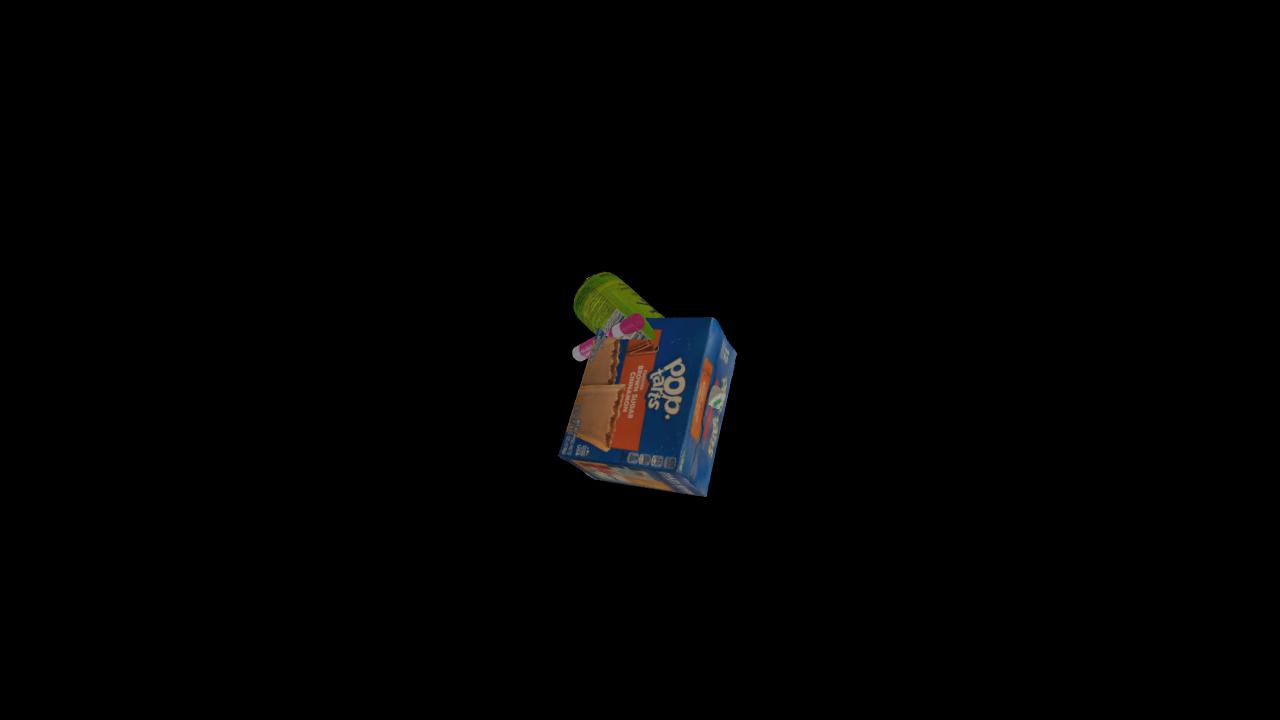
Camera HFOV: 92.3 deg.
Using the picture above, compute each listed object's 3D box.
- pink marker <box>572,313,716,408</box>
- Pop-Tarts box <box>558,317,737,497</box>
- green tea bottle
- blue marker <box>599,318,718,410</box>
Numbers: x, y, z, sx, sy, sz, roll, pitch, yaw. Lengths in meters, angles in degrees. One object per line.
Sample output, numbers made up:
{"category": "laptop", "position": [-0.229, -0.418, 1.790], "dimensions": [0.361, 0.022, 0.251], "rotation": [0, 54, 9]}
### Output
{"category": "pink marker", "position": [-0.036, -0.025, 0.687], "dimensions": [0.020, 0.020, 0.121], "rotation": [0, -17, -40]}
{"category": "Pop-Tarts box", "position": [0.012, 0.045, 0.656], "dimensions": [0.141, 0.167, 0.083], "rotation": [2, -25, 30]}
{"category": "green tea bottle", "position": [0.011, -0.016, 0.681], "dimensions": [0.073, 0.073, 0.212], "rotation": [0, 38, -50]}
{"category": "blue marker", "position": [0.022, -0.023, 0.739], "dimensions": [0.121, 0.020, 0.020], "rotation": [2, 0, 13]}
